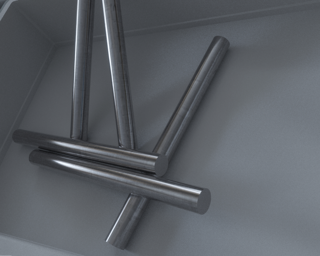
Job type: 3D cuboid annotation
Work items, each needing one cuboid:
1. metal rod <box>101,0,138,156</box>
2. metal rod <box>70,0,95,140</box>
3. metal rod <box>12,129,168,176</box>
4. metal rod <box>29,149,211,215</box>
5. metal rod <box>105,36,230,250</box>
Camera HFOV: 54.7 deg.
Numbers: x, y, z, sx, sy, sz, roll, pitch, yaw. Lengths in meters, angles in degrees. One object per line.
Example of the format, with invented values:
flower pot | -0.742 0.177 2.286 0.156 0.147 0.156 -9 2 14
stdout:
metal rod | -0.059 -0.111 0.420 0.025 0.025 0.298 -9 85 23
metal rod | -0.111 -0.131 0.451 0.025 0.025 0.298 7 95 31
metal rod | -0.118 0.028 0.432 0.300 0.025 0.025 6 65 37
metal rod | -0.075 0.057 0.385 0.300 0.025 0.025 6 65 39
metal rod | 0.017 0.006 0.392 0.025 0.025 0.300 17 70 35
